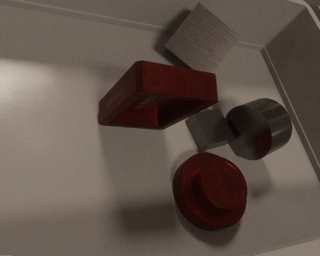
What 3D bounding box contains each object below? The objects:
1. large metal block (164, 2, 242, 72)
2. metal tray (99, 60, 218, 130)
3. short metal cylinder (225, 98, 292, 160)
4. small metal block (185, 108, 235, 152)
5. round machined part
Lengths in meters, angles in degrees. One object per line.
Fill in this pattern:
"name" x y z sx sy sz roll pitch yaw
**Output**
"large metal block" 0.063 -0.129 0.478 0.080 0.050 0.080 39 94 -3
"metal tray" -0.008 -0.030 0.351 0.091 0.130 0.030 5 74 -26
"short metal cylinder" 0.140 0.001 0.448 0.050 0.080 0.080 -19 72 -35
"small metal block" 0.072 0.002 0.445 0.050 0.025 0.050 -11 68 -33
"round machined part" 0.069 0.075 0.388 0.099 0.042 0.098 14 56 -21
